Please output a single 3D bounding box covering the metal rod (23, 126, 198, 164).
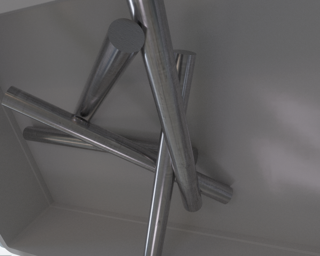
[{"bbox_3d":[-0.090,0.024,0.470,0.301,0.025,0.025,6,121,25],"label":"metal rod"}]

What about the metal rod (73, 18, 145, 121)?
[{"bbox_3d":[-0.076,-0.032,0.342,0.025,0.025,0.299,48,157,-6],"label":"metal rod"}]

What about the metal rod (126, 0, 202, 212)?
[{"bbox_3d":[0.013,-0.005,0.295,0.025,0.025,0.299,9,140,23],"label":"metal rod"}]

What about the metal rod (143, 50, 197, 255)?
[{"bbox_3d":[0.006,0.058,0.372,0.025,0.025,0.298,17,116,19],"label":"metal rod"}]

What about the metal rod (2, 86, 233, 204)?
[{"bbox_3d":[-0.041,0.027,0.385,0.301,0.025,0.025,26,130,-13],"label":"metal rod"}]
